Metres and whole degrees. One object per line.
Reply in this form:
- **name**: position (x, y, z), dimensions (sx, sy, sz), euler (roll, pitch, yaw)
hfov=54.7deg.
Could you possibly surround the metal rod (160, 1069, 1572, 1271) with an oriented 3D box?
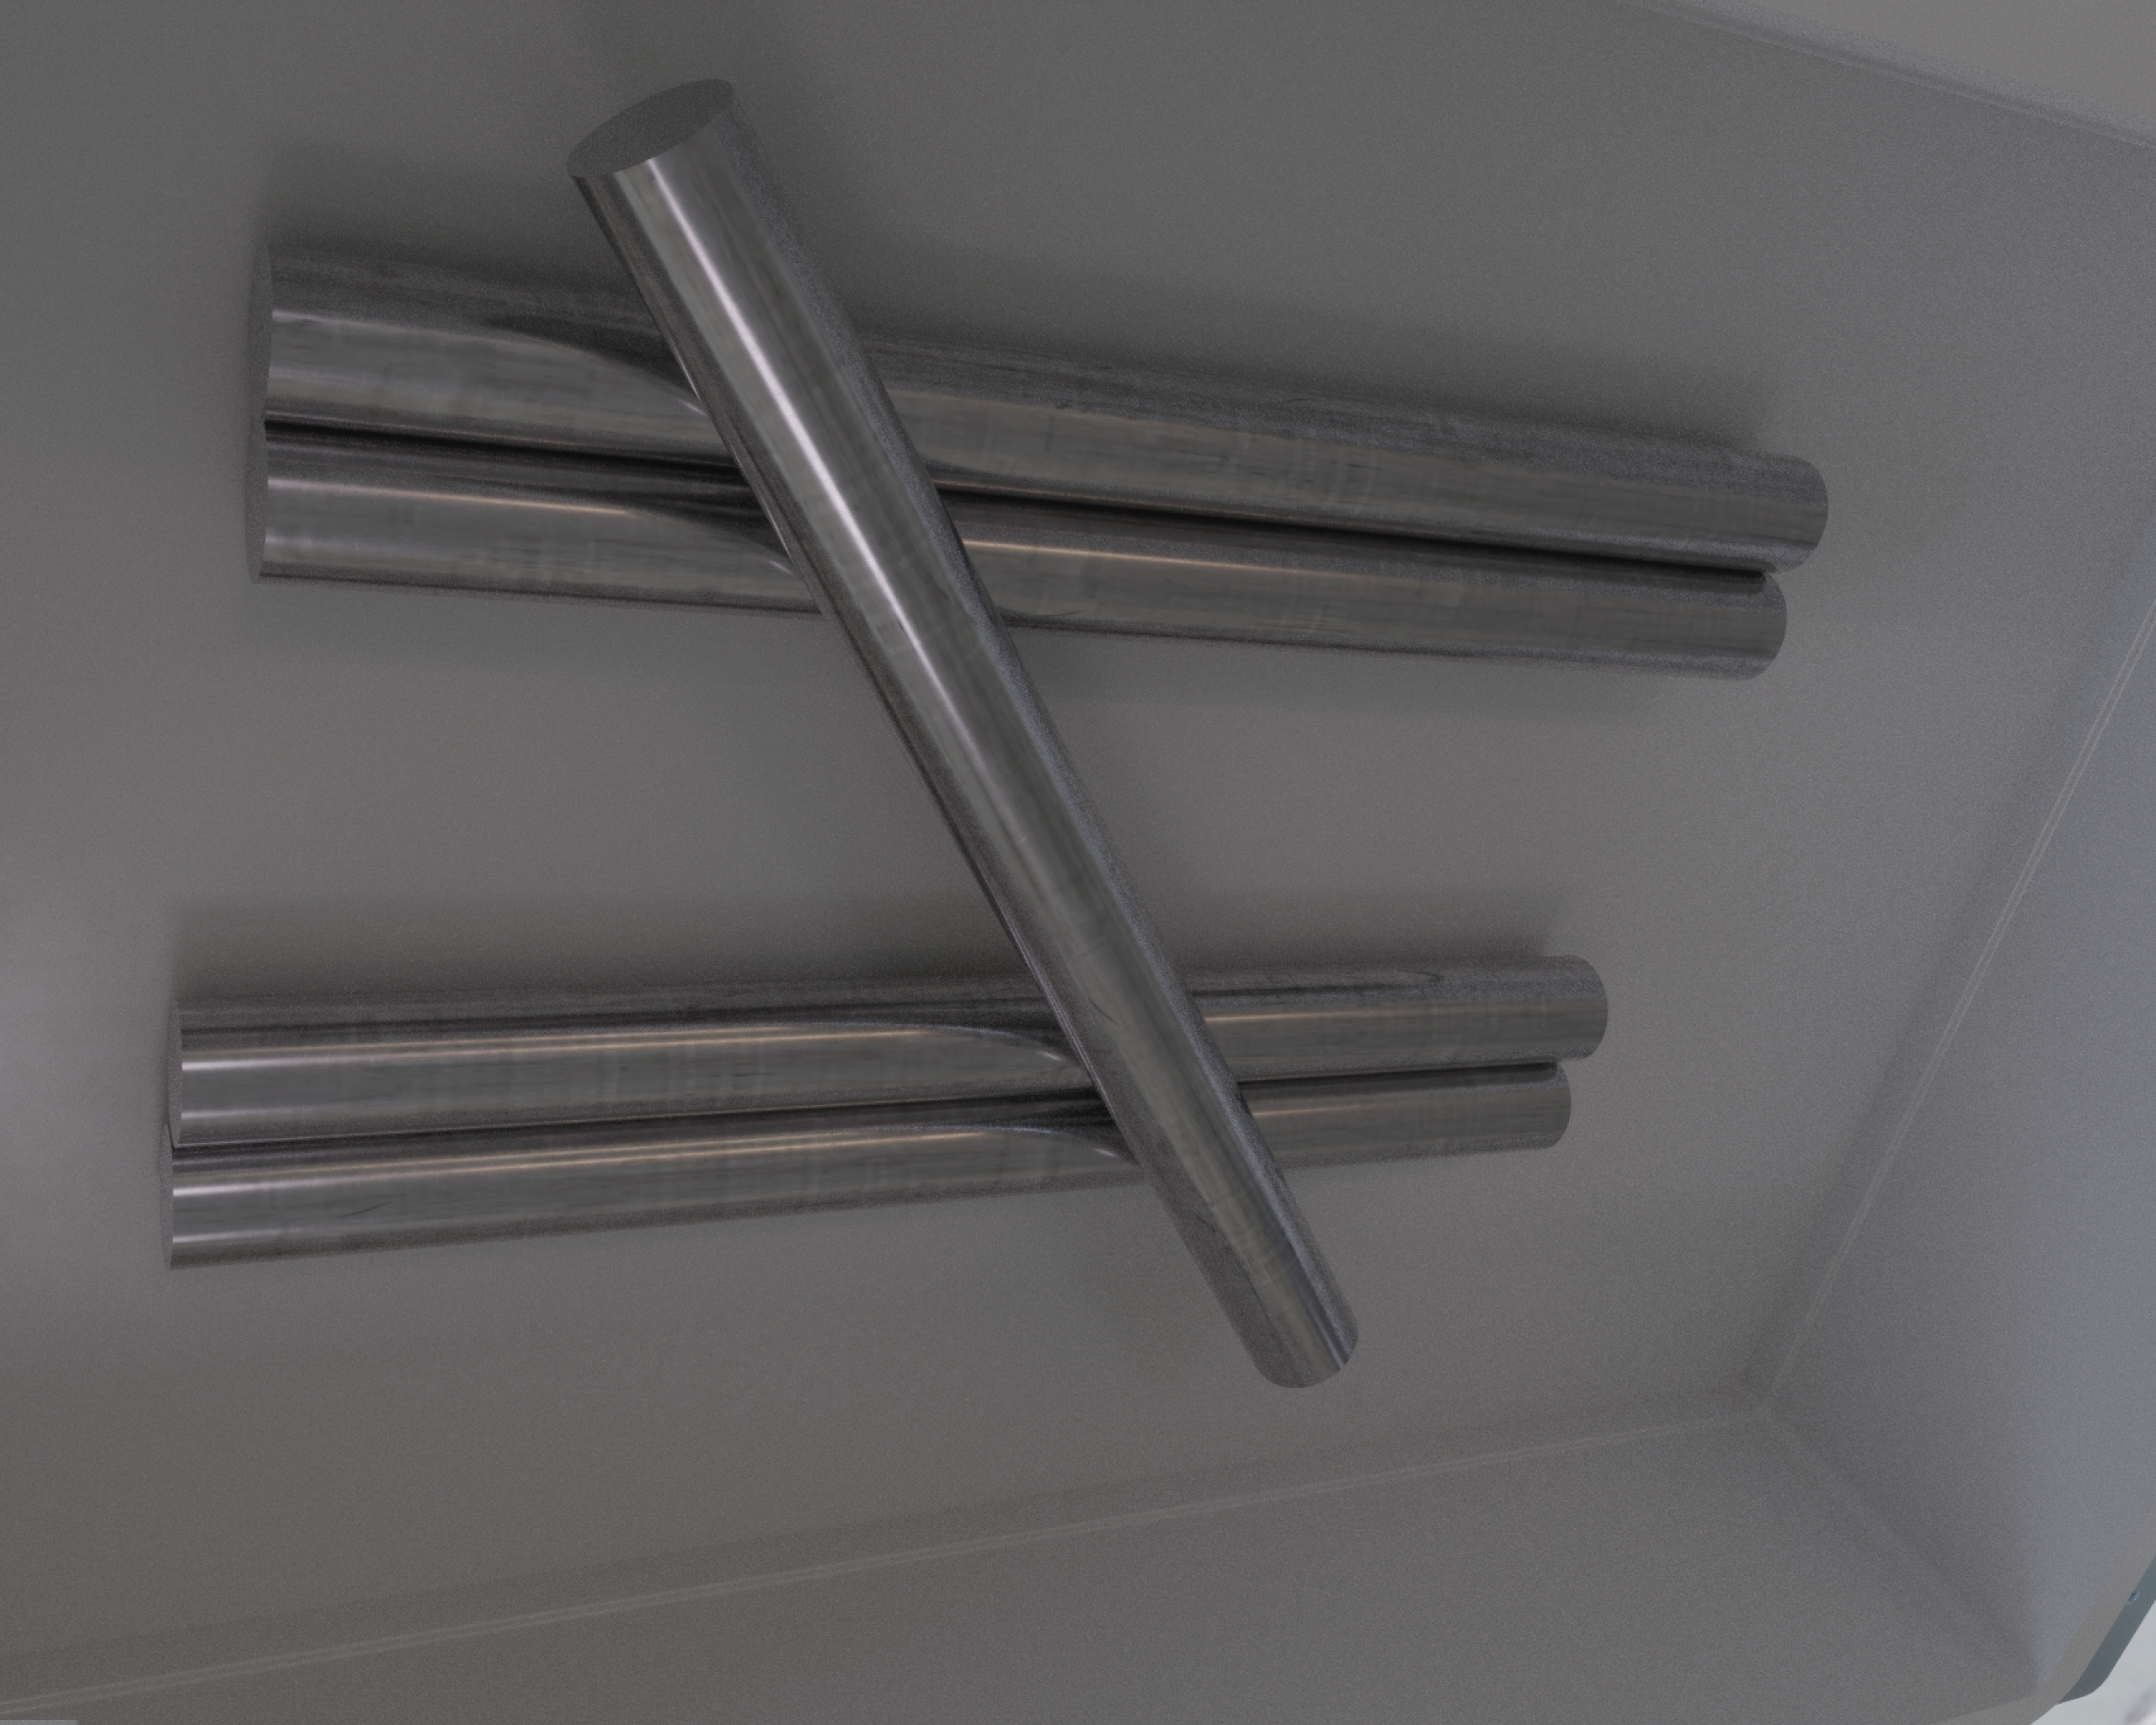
- **metal rod**: position (-0.023, 0.057, 0.429), dimensions (0.303, 0.025, 0.025), euler (0, 119, -29)

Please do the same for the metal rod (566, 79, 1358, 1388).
- **metal rod**: position (-0.004, 0.004, 0.375), dimensions (0.025, 0.025, 0.299), euler (-33, 129, -7)

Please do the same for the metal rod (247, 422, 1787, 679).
- **metal rod**: position (0.012, -0.053, 0.380), dimensions (0.303, 0.025, 0.025), euler (0, 118, -29)

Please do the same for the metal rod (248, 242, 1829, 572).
- **metal rod**: position (0.016, -0.074, 0.369), dimensions (0.303, 0.025, 0.025), euler (0, 118, -29)

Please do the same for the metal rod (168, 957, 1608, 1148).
- **metal rod**: position (-0.017, 0.035, 0.418), dimensions (0.303, 0.025, 0.025), euler (0, 119, -29)
